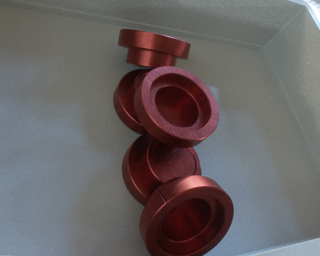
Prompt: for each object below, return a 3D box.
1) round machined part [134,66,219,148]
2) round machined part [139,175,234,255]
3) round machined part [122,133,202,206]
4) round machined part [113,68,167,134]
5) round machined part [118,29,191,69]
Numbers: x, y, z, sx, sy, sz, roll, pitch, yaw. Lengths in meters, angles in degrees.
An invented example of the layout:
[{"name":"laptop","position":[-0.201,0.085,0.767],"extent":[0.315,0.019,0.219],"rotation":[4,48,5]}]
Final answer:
[{"name":"round machined part","position":[0.016,-0.020,0.360],"extent":[0.099,0.042,0.098],"rotation":[14,56,-21]},{"name":"round machined part","position":[0.025,0.091,0.329],"extent":[0.099,0.097,0.042],"rotation":[6,21,-26]},{"name":"round machined part","position":[0.008,0.046,0.370],"extent":[0.099,0.042,0.098],"rotation":[14,56,-21]},{"name":"round machined part","position":[-0.009,-0.040,0.414],"extent":[0.099,0.042,0.098],"rotation":[14,56,-21]},{"name":"round machined part","position":[-0.010,-0.104,0.429],"extent":[0.099,0.098,0.042],"rotation":[7,101,-25]}]
